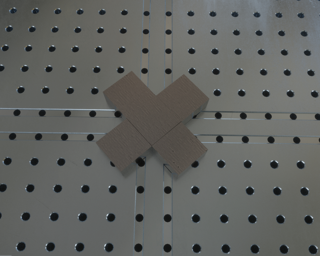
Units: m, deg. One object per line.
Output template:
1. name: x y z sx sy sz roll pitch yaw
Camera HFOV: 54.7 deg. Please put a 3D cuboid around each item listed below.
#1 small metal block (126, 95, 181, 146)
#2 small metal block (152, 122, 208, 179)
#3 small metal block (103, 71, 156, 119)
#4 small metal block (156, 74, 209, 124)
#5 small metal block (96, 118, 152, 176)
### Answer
1. small metal block: -0.008 -0.007 0.413 0.050 0.025 0.050 -39 75 -13
2. small metal block: 0.025 0.029 0.401 0.050 0.025 0.050 -39 75 -13
3. small metal block: -0.041 -0.042 0.426 0.050 0.025 0.050 -39 75 -13
4. small metal block: 0.030 -0.037 0.425 0.050 0.025 0.050 -39 75 -13
5. small metal block: -0.046 0.025 0.402 0.050 0.025 0.050 -39 75 -13
